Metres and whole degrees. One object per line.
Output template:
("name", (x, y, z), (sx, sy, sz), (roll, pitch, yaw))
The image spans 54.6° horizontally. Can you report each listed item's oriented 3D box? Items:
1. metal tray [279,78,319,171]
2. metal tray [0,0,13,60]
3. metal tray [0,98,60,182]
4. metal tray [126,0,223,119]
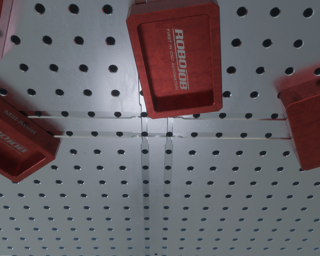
("metal tray", (0.217, -0.006, 0.405), (0.090, 0.030, 0.130), (-20, 128, 16))
("metal tray", (-0.197, -0.126, 0.299), (0.090, 0.030, 0.129), (21, 127, -17))
("metal tray", (-0.215, 0.013, 0.417), (0.090, 0.030, 0.130), (-31, 124, 23))
("metal tray", (0.021, -0.073, 0.345), (0.090, 0.030, 0.129), (-7, 130, 5))
